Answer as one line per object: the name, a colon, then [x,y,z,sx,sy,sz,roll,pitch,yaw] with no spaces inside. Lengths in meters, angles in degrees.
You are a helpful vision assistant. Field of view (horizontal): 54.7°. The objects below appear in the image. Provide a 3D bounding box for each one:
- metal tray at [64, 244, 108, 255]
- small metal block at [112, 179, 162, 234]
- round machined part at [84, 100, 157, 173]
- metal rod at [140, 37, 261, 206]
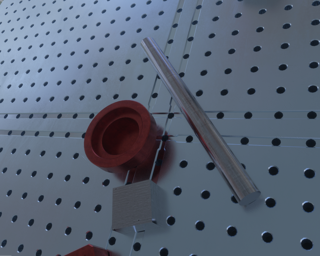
metal tray: [-0.114,0.197,0.341,0.130,0.030,0.090,-28,52,10]
small metal block: [-0.028,0.093,0.364,0.050,0.025,0.050,-17,55,18]
round machined part: [-0.048,0.014,0.412,0.098,0.042,0.098,-13,56,20]
metal rod: [0.036,-0.032,0.407,0.025,0.025,0.300,-33,52,6]
